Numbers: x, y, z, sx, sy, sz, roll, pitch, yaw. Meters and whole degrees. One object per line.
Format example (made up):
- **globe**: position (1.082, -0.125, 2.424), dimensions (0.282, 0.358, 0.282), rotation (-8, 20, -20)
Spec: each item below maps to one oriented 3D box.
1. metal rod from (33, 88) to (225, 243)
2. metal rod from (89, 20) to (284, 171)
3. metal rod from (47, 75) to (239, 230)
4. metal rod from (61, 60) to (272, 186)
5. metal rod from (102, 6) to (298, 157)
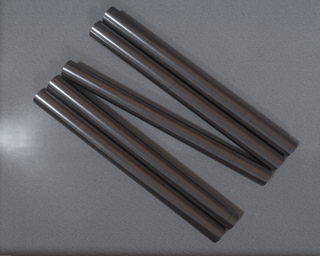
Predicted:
- **metal rod**: position (-0.040, 0.049, 0.410), dimensions (0.300, 0.025, 0.025), rotation (38, 90, 0)
- **metal rod**: position (0.036, -0.042, 0.410), dimensions (0.301, 0.025, 0.025), rotation (36, 90, 0)
- **metal rod**: position (-0.022, 0.032, 0.410), dimensions (0.300, 0.025, 0.025), rotation (38, 90, 0)
- **metal rod**: position (0.009, -0.006, 0.410), dimensions (0.301, 0.025, 0.025), rotation (29, 90, 0)
- **metal rod**: position (0.053, -0.061, 0.410), dimensions (0.301, 0.025, 0.025), rotation (36, 90, 0)
